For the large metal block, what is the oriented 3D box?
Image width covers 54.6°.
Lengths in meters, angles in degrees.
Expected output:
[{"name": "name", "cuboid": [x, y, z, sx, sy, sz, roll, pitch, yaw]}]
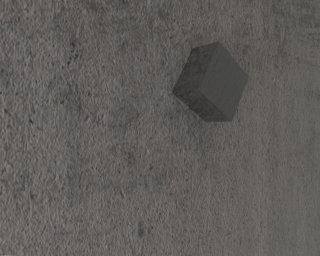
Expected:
[{"name": "large metal block", "cuboid": [0.075, -0.064, 0.450, 0.080, 0.050, 0.080, 38, 67, -34]}]
